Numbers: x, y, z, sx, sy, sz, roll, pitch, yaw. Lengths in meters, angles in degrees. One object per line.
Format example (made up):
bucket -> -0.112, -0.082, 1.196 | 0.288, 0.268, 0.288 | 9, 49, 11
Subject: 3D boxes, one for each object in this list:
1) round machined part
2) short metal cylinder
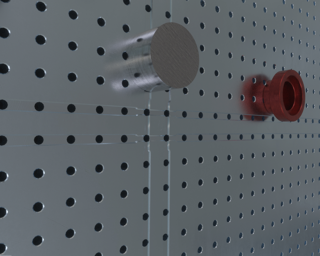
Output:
round machined part -> 0.236, -0.061, 0.596 | 0.099, 0.042, 0.097 | 0, 90, -40
short metal cylinder -> 0.004, -0.088, 0.396 | 0.081, 0.050, 0.079 | 0, 90, -40
